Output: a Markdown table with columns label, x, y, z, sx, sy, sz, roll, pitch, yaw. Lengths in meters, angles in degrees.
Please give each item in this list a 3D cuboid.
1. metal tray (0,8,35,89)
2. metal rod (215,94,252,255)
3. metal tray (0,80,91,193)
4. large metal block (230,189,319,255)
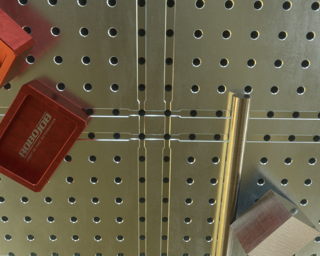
| label | x | y | z | sx | sy | sz | roll | pitch | yaw |
| --- | --- | --- | --- | --- | --- | --- | --- | --- | --- |
| metal tray | -0.212 | -0.113 | 0.342 | 0.130 | 0.030 | 0.090 | 44 | 138 | -15 |
| metal rod | 0.102 | 0.098 | 0.451 | 0.025 | 0.025 | 0.298 | 1 | 110 | -1 |
| metal tray | -0.165 | 0.013 | 0.413 | 0.090 | 0.030 | 0.129 | 34 | 106 | -12 |
| large metal block | 0.164 | 0.145 | 0.443 | 0.080 | 0.050 | 0.080 | 32 | 108 | -32 |
